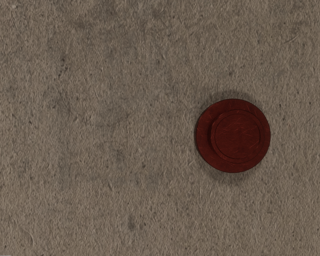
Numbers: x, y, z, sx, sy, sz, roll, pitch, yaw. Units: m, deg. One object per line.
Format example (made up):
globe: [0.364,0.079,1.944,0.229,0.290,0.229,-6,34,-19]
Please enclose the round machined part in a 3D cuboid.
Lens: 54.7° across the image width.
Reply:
round machined part: [0.096,0.010,0.403,0.099,0.042,0.097,0,90,-1]
